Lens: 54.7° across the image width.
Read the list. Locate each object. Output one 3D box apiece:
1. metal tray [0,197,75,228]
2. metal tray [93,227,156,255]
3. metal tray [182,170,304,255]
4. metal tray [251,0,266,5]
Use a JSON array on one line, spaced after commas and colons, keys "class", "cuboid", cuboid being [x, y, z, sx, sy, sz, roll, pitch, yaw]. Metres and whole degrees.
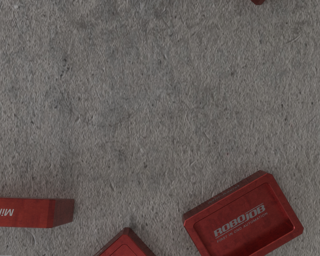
[{"class": "metal tray", "cuboid": [-0.180, 0.099, 0.373, 0.131, 0.090, 0.030, 2, 77, 0]}, {"class": "metal tray", "cuboid": [-0.062, 0.208, 0.406, 0.130, 0.030, 0.090, -42, 90, 0]}, {"class": "metal tray", "cuboid": [0.107, 0.126, 0.408, 0.130, 0.030, 0.090, -30, 90, 0]}, {"class": "metal tray", "cuboid": [0.145, -0.242, 0.408, 0.090, 0.030, 0.130, 42, 90, 0]}]
